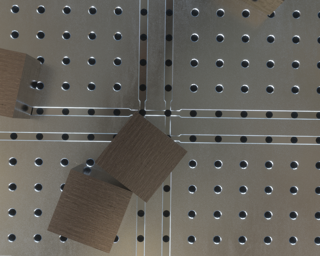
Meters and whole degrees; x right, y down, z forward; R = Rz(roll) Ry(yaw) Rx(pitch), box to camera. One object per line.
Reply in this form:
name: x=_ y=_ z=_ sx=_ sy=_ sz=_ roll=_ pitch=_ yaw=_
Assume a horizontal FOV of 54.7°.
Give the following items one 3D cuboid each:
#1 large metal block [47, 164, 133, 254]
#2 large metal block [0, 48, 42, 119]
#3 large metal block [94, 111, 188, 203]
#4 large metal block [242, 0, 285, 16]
large metal block: x=-0.085 y=0.101 z=0.400 sx=0.080 sy=0.050 sz=0.080 roll=21 pitch=90 yaw=-1
large metal block: x=-0.209 y=-0.059 z=0.398 sx=0.080 sy=0.050 sz=0.080 roll=12 pitch=90 yaw=-1
large metal block: x=-0.023 y=0.035 z=0.401 sx=0.080 sy=0.050 sz=0.080 roll=38 pitch=90 yaw=-1
large metal block: x=0.136 y=-0.209 z=0.403 sx=0.080 sy=0.050 sz=0.080 roll=29 pitch=90 yaw=-1
